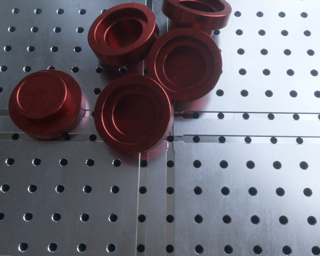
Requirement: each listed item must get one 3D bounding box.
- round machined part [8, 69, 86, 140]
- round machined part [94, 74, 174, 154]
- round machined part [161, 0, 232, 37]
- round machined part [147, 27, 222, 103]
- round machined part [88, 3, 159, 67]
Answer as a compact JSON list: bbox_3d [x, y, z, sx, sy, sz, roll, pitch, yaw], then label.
[{"bbox_3d":[-0.154,-0.037,0.415,0.099,0.042,0.098,0,70,0],"label":"round machined part"},{"bbox_3d":[-0.030,-0.016,0.399,0.098,0.042,0.098,-1,84,12],"label":"round machined part"},{"bbox_3d":[0.050,-0.163,0.448,0.099,0.042,0.098,8,42,-7],"label":"round machined part"},{"bbox_3d":[0.033,-0.082,0.423,0.098,0.042,0.097,0,89,6],"label":"round machined part"},{"bbox_3d":[-0.048,-0.127,0.440,0.098,0.042,0.098,-7,60,12],"label":"round machined part"}]
